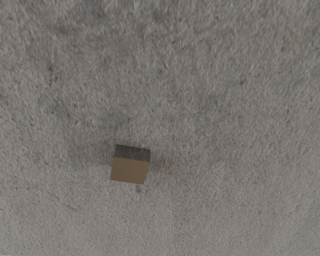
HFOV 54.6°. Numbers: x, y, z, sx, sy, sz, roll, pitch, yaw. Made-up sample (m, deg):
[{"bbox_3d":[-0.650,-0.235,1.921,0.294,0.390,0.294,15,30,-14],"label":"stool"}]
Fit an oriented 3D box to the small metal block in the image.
[{"bbox_3d":[-0.044,0.054,0.453,0.050,0.025,0.050,10,130,-8],"label":"small metal block"}]
